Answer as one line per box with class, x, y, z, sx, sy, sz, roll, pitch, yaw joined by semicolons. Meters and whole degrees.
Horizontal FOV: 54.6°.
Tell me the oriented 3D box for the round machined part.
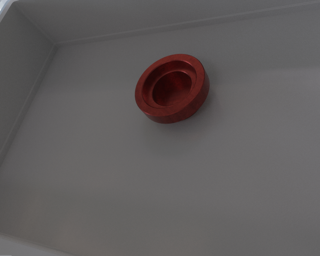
round machined part;0.019;-0.048;0.415;0.098;0.042;0.098;-13;56;21
